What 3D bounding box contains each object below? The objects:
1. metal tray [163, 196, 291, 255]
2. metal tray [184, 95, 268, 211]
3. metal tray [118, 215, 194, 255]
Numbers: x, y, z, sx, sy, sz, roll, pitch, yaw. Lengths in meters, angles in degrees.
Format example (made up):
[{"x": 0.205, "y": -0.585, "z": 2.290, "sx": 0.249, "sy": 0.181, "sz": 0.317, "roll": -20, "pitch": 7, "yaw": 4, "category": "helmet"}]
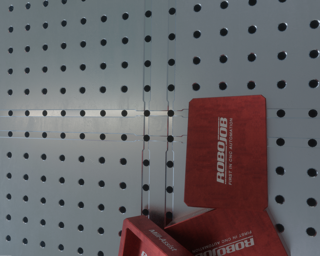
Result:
[{"x": 0.080, "y": 0.142, "z": 0.382, "sx": 0.130, "sy": 0.030, "sz": 0.090, "roll": -27, "pitch": 81, "yaw": 18, "category": "metal tray"}, {"x": 0.079, "y": 0.029, "z": 0.364, "sx": 0.090, "sy": 0.030, "sz": 0.130, "roll": -1, "pitch": 74, "yaw": 20, "category": "metal tray"}, {"x": -0.004, "y": 0.175, "z": 0.372, "sx": 0.130, "sy": 0.030, "sz": 0.089, "roll": 22, "pitch": 106, "yaw": 50, "category": "metal tray"}]
